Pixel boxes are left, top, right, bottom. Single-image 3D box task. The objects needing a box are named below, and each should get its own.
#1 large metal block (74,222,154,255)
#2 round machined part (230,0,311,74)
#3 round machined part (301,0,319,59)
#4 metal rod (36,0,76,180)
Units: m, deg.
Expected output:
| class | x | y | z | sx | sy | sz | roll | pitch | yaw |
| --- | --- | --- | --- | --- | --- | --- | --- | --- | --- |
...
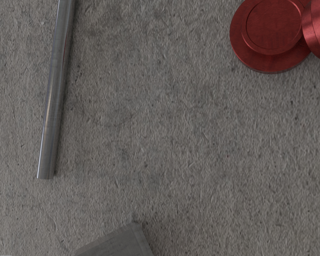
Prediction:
| class | x | y | z | sx | sy | sz | roll | pitch | yaw |
| --- | --- | --- | --- | --- | --- | --- | --- | --- | --- |
| large metal block | -0.056 | 0.159 | 0.383 | 0.081 | 0.080 | 0.050 | -23 | 81 | -16 |
| round machined part | 0.130 | -0.113 | 0.354 | 0.098 | 0.042 | 0.097 | 0 | 90 | 20 |
| round machined part | 0.185 | -0.107 | 0.316 | 0.042 | 0.099 | 0.097 | -10 | 86 | 60 |
| metal rod | -0.154 | -0.072 | 0.463 | 0.025 | 0.025 | 0.298 | 9 | 93 | 19 |
